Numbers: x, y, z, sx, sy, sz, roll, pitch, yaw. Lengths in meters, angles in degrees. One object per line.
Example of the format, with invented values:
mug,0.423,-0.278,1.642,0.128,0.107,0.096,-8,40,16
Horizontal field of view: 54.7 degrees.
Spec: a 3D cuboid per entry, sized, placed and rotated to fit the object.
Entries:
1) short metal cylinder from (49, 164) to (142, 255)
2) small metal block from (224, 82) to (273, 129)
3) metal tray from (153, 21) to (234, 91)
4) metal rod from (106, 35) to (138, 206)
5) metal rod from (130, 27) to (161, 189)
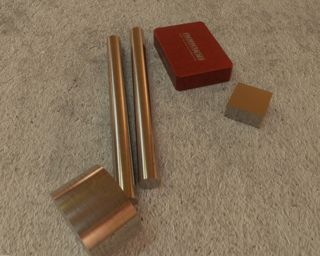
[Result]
short metal cylinder,-0.062,0.082,0.298,0.050,0.080,0.080,-33,58,-25
small metal block,0.124,-0.032,0.432,0.050,0.025,0.050,21,53,16
metal tray,0.050,-0.120,0.502,0.091,0.030,0.130,-13,51,-11
metal rod,-0.057,-0.033,0.429,0.025,0.025,0.300,-6,50,-5
metal rod,-0.026,-0.051,0.445,0.025,0.025,0.300,-4,50,-4
